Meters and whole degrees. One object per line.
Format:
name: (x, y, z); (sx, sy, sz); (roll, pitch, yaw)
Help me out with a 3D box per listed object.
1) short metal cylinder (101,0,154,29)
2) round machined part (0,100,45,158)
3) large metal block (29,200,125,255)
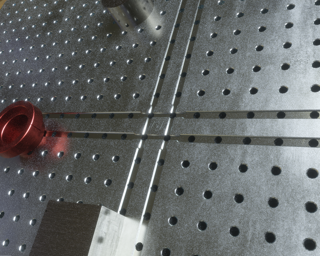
short metal cylinder: (-0.058, -0.229, 0.564); (0.080, 0.050, 0.080); (-13, 56, 21)
round machined part: (-0.234, 0.006, 0.517); (0.098, 0.042, 0.098); (-13, 56, 21)
large metal block: (-0.097, 0.133, 0.362); (0.080, 0.050, 0.080); (-2, 61, 27)
